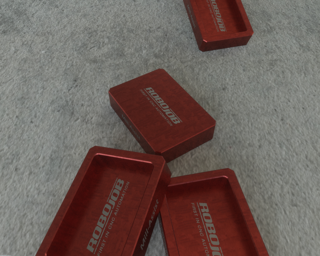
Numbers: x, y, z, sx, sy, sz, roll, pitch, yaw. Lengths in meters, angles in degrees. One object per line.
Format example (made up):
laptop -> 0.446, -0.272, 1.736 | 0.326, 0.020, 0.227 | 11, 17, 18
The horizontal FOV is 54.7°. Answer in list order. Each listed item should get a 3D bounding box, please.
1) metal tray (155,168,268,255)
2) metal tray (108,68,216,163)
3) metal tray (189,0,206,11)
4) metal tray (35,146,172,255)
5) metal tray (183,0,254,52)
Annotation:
metal tray -> 0.049, 0.108, 0.309 | 0.091, 0.030, 0.130 | -8, 51, -8
metal tray -> 0.000, -0.020, 0.417 | 0.091, 0.030, 0.130 | -26, 55, -21
metal tray -> 0.075, -0.305, 0.592 | 0.030, 0.129, 0.090 | 1, 50, 1
metal tray -> -0.051, 0.084, 0.305 | 0.090, 0.030, 0.130 | 7, 57, 22
metal tray -> 0.098, -0.202, 0.541 | 0.091, 0.030, 0.129 | -11, 72, -10
